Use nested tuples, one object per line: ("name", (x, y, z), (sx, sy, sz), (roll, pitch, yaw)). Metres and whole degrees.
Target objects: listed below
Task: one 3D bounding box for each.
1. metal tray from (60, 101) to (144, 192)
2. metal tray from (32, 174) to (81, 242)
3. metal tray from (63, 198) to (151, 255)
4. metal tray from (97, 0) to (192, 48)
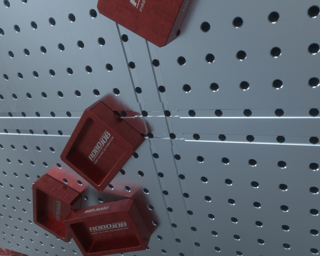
("metal tray", (-0.093, 0.032, 0.477), (0.090, 0.030, 0.129), (40, 129, 1))
("metal tray", (-0.208, 0.162, 0.618), (0.090, 0.030, 0.129), (26, 128, 12))
("metal tray", (-0.093, 0.179, 0.548), (0.130, 0.030, 0.090), (-15, 111, 19))
("metal tray", (-0.006, -0.160, 0.313), (0.090, 0.030, 0.129), (32, 129, 7))
